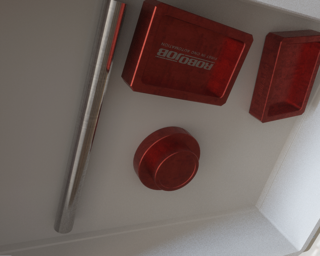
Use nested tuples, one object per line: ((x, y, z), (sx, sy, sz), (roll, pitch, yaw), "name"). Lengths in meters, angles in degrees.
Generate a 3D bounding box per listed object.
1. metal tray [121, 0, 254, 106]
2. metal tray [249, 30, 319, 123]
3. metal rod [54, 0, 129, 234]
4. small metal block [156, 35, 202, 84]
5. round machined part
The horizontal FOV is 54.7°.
((0.032, -0.078, 0.343), (0.131, 0.030, 0.089), (6, 115, -32), "metal tray")
((0.190, -0.076, 0.464), (0.091, 0.030, 0.129), (-11, 123, -23), "metal tray")
((-0.087, 0.004, 0.364), (0.025, 0.025, 0.298), (4, 116, -31), "metal rod")
((0.022, -0.083, 0.371), (0.050, 0.025, 0.050), (-16, 125, -20), "small metal block")
((0.016, 0.050, 0.439), (0.099, 0.042, 0.097), (-14, 125, -21), "round machined part")
